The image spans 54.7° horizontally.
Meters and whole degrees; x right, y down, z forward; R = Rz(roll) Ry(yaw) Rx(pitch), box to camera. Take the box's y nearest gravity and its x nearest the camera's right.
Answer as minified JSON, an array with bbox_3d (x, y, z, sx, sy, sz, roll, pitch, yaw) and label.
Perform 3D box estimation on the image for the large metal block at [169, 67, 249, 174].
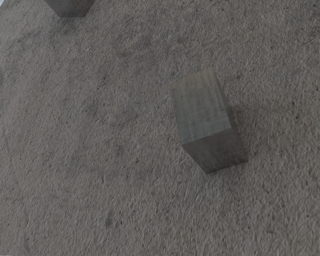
[{"bbox_3d":[0.054,-0.006,0.344,0.050,0.080,0.080,-21,54,16],"label":"large metal block"}]

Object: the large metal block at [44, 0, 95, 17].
[{"bbox_3d":[-0.198,-0.279,0.644,0.080,0.080,0.050,13,69,33],"label":"large metal block"}]
